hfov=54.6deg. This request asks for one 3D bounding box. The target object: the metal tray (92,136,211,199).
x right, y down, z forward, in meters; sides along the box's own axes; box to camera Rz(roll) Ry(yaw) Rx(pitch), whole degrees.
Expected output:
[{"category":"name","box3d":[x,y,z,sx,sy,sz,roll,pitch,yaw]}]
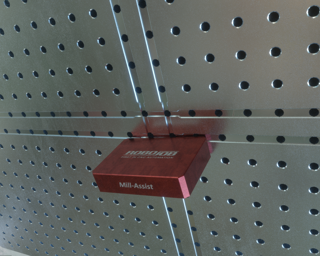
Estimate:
[{"category":"metal tray","box3d":[-0.010,0.047,0.404,0.130,0.090,0.030,-2,117,29]}]
